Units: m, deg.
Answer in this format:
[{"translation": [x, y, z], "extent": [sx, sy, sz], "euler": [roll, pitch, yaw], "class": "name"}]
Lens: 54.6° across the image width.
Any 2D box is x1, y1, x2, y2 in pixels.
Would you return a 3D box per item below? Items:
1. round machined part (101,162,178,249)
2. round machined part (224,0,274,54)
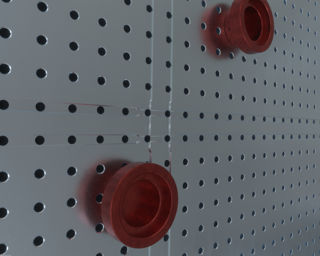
[{"translation": [-0.028, 0.089, 0.374], "extent": [0.099, 0.042, 0.097], "euler": [0, 90, -40], "class": "round machined part"}, {"translation": [0.146, -0.172, 0.518], "extent": [0.099, 0.042, 0.097], "euler": [0, 90, -40], "class": "round machined part"}]
